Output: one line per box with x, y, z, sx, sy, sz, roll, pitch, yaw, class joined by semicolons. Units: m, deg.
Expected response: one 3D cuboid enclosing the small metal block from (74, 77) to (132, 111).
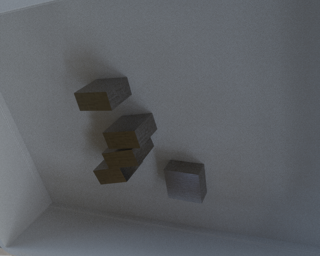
-0.073;-0.044;0.402;0.050;0.050;0.025;1;119;27;small metal block

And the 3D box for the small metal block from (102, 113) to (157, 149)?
-0.039;0.004;0.414;0.050;0.050;0.025;-3;117;29;small metal block

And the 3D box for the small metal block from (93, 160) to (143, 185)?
-0.061;0.056;0.458;0.050;0.050;0.025;-12;113;33;small metal block

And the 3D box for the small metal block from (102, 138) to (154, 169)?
-0.044;0.030;0.431;0.050;0.050;0.025;-9;113;29;small metal block

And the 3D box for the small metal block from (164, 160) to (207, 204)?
0.036;0.075;0.435;0.050;0.025;0.050;5;121;25;small metal block
